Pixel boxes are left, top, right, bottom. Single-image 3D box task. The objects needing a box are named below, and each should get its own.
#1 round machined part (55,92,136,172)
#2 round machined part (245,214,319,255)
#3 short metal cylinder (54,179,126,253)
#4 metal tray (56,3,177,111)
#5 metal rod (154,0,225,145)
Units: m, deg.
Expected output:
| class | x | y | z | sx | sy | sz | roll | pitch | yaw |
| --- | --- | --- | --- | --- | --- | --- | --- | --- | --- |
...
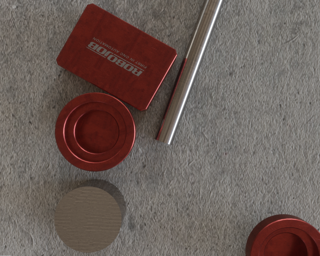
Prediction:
| class | x | y | z | sx | sy | sz | roll | pitch | yaw |
| --- | --- | --- | --- | --- | --- | --- | --- | --- | --- |
| round machined part | -0.080 | 0.005 | 0.400 | 0.099 | 0.042 | 0.097 | 0 | 90 | -1 |
| round machined part | 0.160 | 0.161 | 0.404 | 0.099 | 0.042 | 0.097 | 0 | 90 | -1 |
| short metal cylinder | -0.087 | 0.110 | 0.396 | 0.081 | 0.050 | 0.079 | 0 | 90 | -1 |
| metal tray | -0.055 | -0.090 | 0.407 | 0.130 | 0.030 | 0.090 | 29 | 90 | -1 |
| metal rod | 0.055 | -0.122 | 0.410 | 0.025 | 0.025 | 0.299 | 20 | 90 | -1 |
